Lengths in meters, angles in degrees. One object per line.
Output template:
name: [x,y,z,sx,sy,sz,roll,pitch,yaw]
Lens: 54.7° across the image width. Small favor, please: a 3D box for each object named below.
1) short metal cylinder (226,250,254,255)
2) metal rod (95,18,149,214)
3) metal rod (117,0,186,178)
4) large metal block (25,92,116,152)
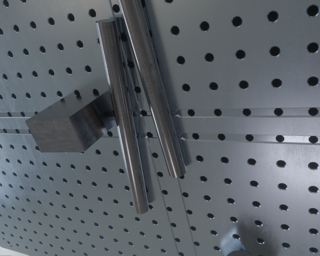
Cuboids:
short metal cylinder: [0.117,0.231,0.457,0.080,0.080,0.050,33,129,7]
metal rod: [-0.047,0.003,0.437,0.025,0.025,0.298,7,122,24]
metal rod: [-0.013,-0.068,0.375,0.025,0.025,0.298,-2,118,29]
large metal block: [-0.122,-0.008,0.435,0.080,0.080,0.050,-3,117,29]
